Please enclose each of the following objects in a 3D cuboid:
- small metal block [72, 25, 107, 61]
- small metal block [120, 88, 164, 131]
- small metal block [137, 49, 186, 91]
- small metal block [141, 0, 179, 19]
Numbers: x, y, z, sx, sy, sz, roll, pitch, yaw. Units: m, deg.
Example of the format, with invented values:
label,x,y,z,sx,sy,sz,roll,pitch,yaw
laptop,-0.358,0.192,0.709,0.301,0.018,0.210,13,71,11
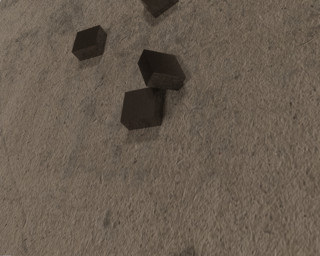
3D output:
label,x,y,z,sx,sy,sz,roll,pitch,yaw
small metal block,-0.128,-0.154,0.563,0.050,0.025,0.050,-9,58,23
small metal block,-0.024,-0.027,0.432,0.050,0.025,0.050,-9,58,23
small metal block,0.002,-0.081,0.432,0.025,0.050,0.050,-59,39,40
small metal block,-0.003,-0.227,0.543,0.050,0.025,0.050,-35,51,4
